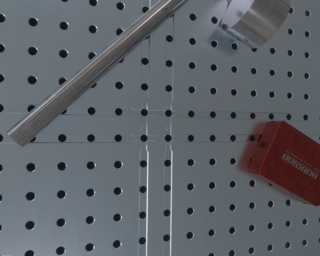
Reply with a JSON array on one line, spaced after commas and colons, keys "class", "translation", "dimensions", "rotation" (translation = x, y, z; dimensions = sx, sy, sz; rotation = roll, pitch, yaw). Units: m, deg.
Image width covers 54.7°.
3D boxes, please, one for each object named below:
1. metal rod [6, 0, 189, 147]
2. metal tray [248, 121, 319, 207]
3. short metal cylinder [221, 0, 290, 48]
[{"class": "metal rod", "translation": [-0.062, -0.090, 0.389], "dimensions": [0.301, 0.025, 0.025], "rotation": [-45, 104, -14]}, {"class": "metal tray", "translation": [0.211, 0.056, 0.488], "dimensions": [0.131, 0.030, 0.090], "rotation": [29, 80, -18]}, {"class": "short metal cylinder", "translation": [0.131, -0.159, 0.431], "dimensions": [0.050, 0.080, 0.080], "rotation": [27, 81, -18]}]
